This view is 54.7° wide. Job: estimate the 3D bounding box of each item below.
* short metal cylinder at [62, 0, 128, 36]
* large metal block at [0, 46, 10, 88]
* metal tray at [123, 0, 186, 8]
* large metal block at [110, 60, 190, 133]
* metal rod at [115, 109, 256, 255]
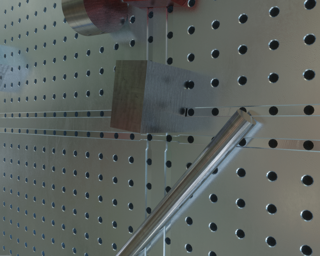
[{"bbox_3d":[-0.094,-0.177,0.451,0.050,0.081,0.079,7,94,40],"label":"short metal cylinder"},{"bbox_3d":[-0.405,-0.145,0.728,0.080,0.050,0.080,-51,60,28],"label":"large metal block"},{"bbox_3d":[-0.001,-0.230,0.406,0.090,0.030,0.129,16,100,39],"label":"metal tray"},{"bbox_3d":[-0.011,-0.037,0.383,0.050,0.081,0.079,10,97,39],"label":"large metal block"},{"bbox_3d":[0.015,0.097,0.397,0.025,0.025,0.298,50,119,28],"label":"metal rod"}]
